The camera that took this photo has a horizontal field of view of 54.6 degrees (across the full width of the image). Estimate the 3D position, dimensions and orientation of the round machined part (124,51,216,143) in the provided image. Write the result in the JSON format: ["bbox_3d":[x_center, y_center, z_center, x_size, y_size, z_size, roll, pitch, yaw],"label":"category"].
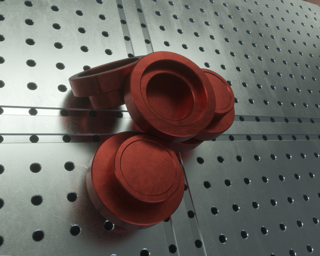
[{"bbox_3d":[0.008,-0.030,0.337,0.099,0.042,0.098,9,66,-22],"label":"round machined part"}]

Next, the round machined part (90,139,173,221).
[{"bbox_3d":[-0.023,0.047,0.329,0.099,0.042,0.098,13,56,-21],"label":"round machined part"}]

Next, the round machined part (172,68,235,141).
[{"bbox_3d":[0.055,-0.037,0.393,0.099,0.042,0.098,14,55,-20],"label":"round machined part"}]

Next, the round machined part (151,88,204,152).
[{"bbox_3d":[0.027,-0.023,0.398,0.099,0.042,0.098,13,56,-21],"label":"round machined part"}]

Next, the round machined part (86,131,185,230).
[{"bbox_3d":[-0.018,0.046,0.305,0.099,0.042,0.098,13,56,-21],"label":"round machined part"}]

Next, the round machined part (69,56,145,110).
[{"bbox_3d":[-0.055,-0.054,0.375,0.099,0.098,0.042,-31,114,-38],"label":"round machined part"}]
